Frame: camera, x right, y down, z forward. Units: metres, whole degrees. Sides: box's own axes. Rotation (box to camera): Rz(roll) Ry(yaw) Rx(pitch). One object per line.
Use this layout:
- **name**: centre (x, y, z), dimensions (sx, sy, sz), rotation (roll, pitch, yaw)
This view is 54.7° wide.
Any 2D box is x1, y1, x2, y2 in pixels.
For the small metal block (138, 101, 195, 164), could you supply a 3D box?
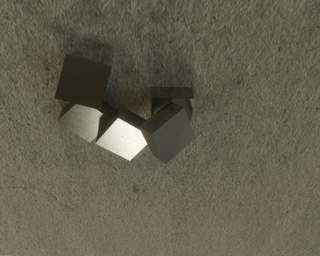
- **small metal block**: centre (0.010, 0.005, 0.364), dimensions (0.050, 0.025, 0.050), rotation (-40, 131, -20)

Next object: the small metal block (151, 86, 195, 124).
- **small metal block**: centre (0.014, -0.024, 0.388), dimensions (0.050, 0.025, 0.050), rotation (1, 130, -2)

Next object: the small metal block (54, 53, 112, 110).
- **small metal block**: centre (-0.086, -0.051, 0.349), dimensions (0.050, 0.025, 0.050), rotation (14, 92, -13)

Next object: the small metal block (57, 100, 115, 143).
- **small metal block**: centre (-0.092, -0.016, 0.394), dimensions (0.050, 0.025, 0.050), rotation (-37, 122, 27)

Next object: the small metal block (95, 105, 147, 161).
- **small metal block**: centre (-0.043, 0.007, 0.380), dimensions (0.050, 0.025, 0.050), rotation (30, 124, -24)
